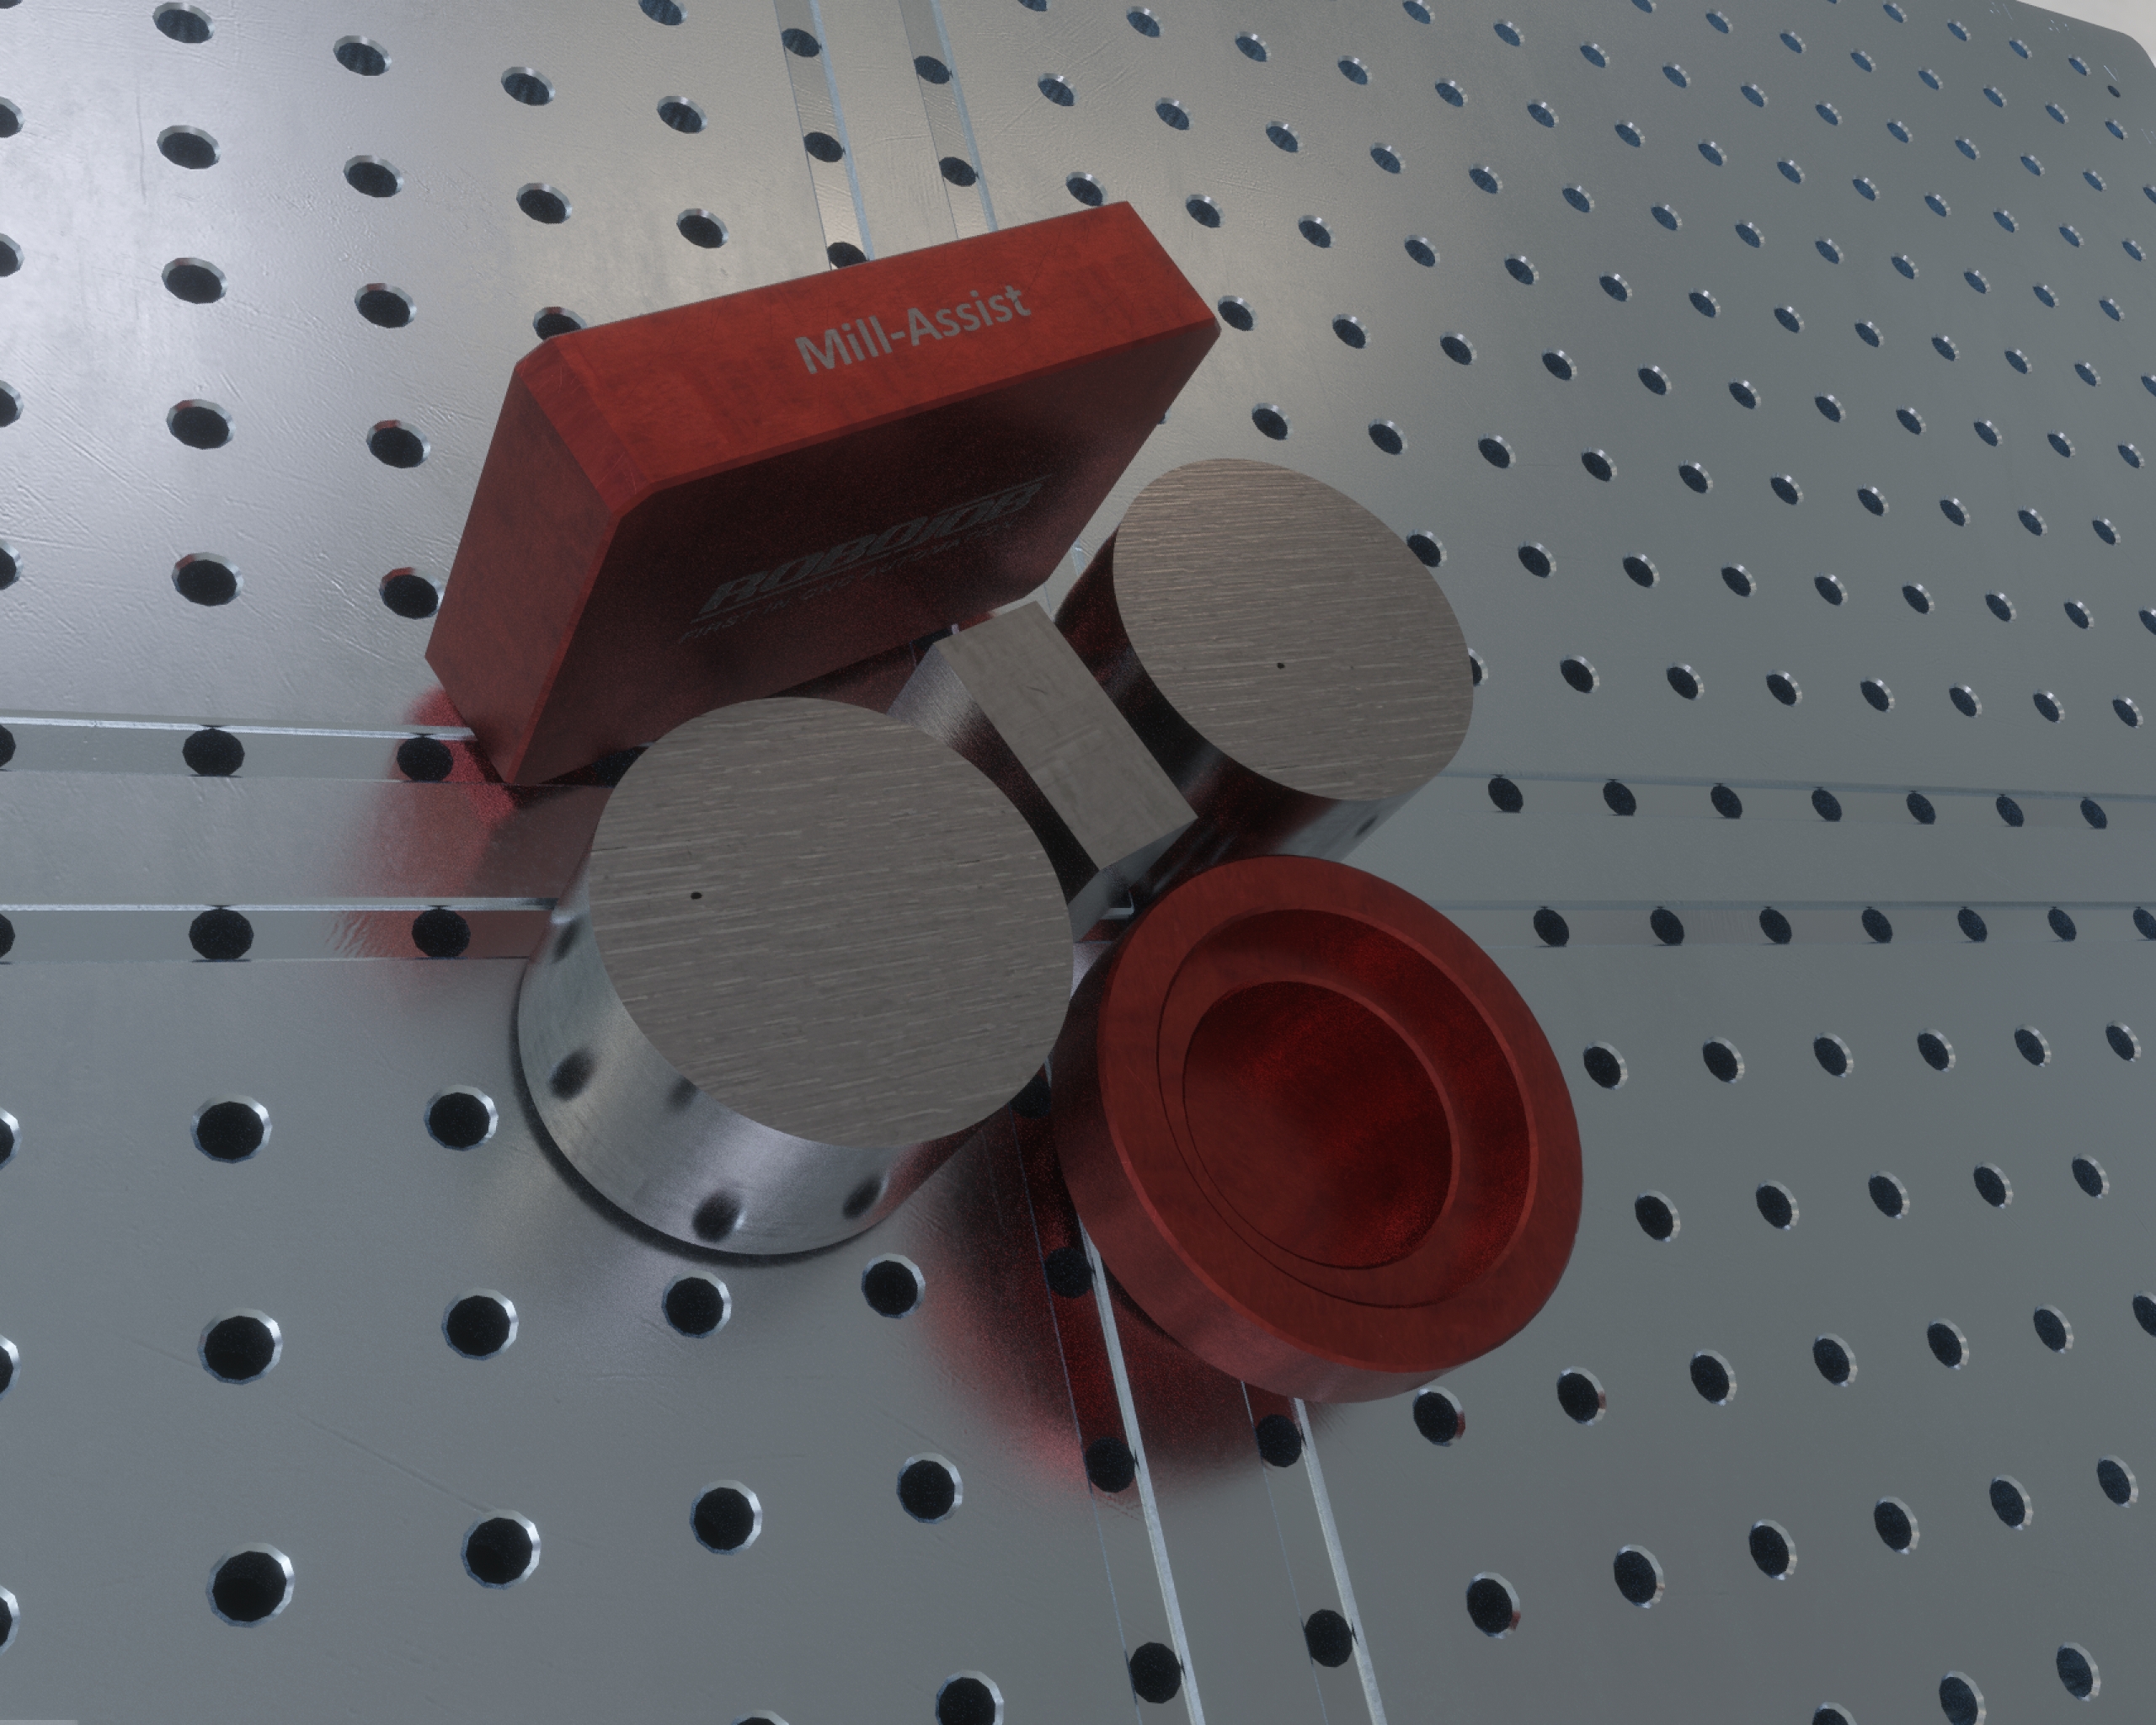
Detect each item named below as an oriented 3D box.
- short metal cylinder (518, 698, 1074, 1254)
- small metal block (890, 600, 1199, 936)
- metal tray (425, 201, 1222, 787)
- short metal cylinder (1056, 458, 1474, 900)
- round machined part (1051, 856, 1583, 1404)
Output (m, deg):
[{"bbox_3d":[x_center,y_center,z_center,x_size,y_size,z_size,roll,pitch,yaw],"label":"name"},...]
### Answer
[{"bbox_3d":[-0.048,0.019,0.350,0.081,0.050,0.080,14,56,-21],"label":"short metal cylinder"},{"bbox_3d":[-0.012,-0.012,0.387,0.025,0.050,0.050,-28,78,-37],"label":"small metal block"},{"bbox_3d":[-0.045,-0.067,0.377,0.131,0.090,0.030,-26,77,-36],"label":"metal tray"},{"bbox_3d":[0.033,-0.035,0.426,0.081,0.050,0.080,14,56,-21],"label":"short metal cylinder"},{"bbox_3d":[0.040,0.051,0.382,0.099,0.042,0.098,14,56,-21],"label":"round machined part"}]
